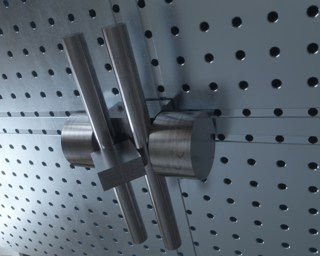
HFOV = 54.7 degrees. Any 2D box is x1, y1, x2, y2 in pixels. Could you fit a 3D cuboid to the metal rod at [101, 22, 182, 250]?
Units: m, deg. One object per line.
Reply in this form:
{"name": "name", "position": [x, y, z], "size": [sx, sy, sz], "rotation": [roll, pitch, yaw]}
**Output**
{"name": "metal rod", "position": [-0.014, 0.030, 0.368], "size": [0.025, 0.025, 0.298], "rotation": [1, 119, 28]}

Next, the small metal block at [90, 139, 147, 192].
{"name": "small metal block", "position": [-0.049, 0.042, 0.361], "size": [0.050, 0.050, 0.025], "rotation": [-135, 28, -61]}

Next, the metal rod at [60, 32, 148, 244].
{"name": "metal rod", "position": [-0.062, 0.031, 0.395], "size": [0.025, 0.025, 0.298], "rotation": [1, 119, 28]}

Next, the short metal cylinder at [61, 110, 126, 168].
{"name": "short metal cylinder", "position": [-0.088, 0.015, 0.427], "size": [0.050, 0.080, 0.080], "rotation": [1, 119, 27]}

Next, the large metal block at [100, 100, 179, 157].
{"name": "large metal block", "position": [-0.024, 0.011, 0.409], "size": [0.080, 0.050, 0.080], "rotation": [1, 119, 27]}

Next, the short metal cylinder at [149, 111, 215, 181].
{"name": "short metal cylinder", "position": [0.029, 0.020, 0.367], "size": [0.050, 0.080, 0.080], "rotation": [1, 119, 29]}
